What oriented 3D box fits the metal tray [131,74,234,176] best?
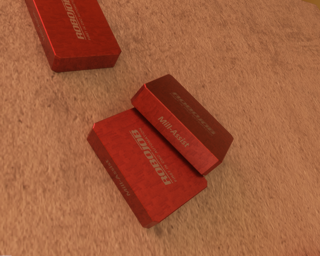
[{"bbox_3d":[0.033,-0.009,0.405,0.130,0.030,0.090,45,29,3],"label":"metal tray"}]

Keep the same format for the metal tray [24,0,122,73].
[{"bbox_3d":[-0.119,-0.140,0.423,0.091,0.030,0.130,-14,69,-34],"label":"metal tray"}]

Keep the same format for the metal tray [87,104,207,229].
[{"bbox_3d":[-0.014,0.039,0.370,0.091,0.030,0.130,-27,76,-37],"label":"metal tray"}]
